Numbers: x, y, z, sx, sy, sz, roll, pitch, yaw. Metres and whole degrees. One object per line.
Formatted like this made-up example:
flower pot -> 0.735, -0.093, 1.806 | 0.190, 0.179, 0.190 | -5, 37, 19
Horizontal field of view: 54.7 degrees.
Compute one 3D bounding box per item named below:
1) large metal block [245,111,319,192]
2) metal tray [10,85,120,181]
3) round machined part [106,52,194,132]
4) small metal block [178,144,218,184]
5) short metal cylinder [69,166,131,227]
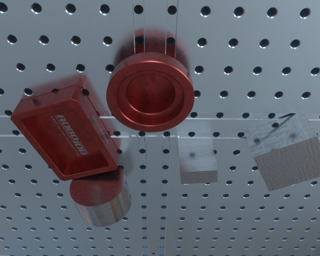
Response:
large metal block -> 0.173, 0.034, 0.427 | 0.080, 0.050, 0.080 | -22, 127, 17
metal tray -> -0.121, 0.013, 0.417 | 0.090, 0.030, 0.129 | -14, 129, 11
round machined part -> -0.011, -0.045, 0.362 | 0.099, 0.042, 0.097 | -1, 130, 0
small metal block -> 0.053, 0.051, 0.440 | 0.050, 0.050, 0.025 | -4, 130, 2
short metal cylinder -> -0.086, 0.097, 0.457 | 0.080, 0.080, 0.050 | -5, 130, 4
